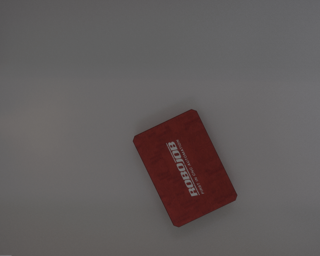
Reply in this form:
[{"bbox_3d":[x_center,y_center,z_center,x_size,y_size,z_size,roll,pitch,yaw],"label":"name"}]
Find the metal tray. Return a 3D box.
[{"bbox_3d":[0.032,0.051,0.409,0.090,0.030,0.130,-26,90,0],"label":"metal tray"}]
